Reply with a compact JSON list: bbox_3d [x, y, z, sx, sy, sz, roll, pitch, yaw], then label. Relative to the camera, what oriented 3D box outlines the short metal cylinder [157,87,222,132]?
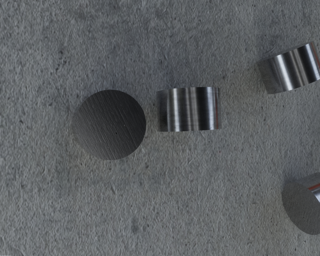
[{"bbox_3d":[0.037,-0.023,0.393,0.081,0.080,0.050,-3,91,-20],"label":"short metal cylinder"}]

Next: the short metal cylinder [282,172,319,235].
[{"bbox_3d":[0.232,0.112,0.465,0.050,0.080,0.080,-15,95,-19],"label":"short metal cylinder"}]

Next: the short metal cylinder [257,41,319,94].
[{"bbox_3d":[0.188,-0.087,0.449,0.081,0.080,0.050,-24,98,-18],"label":"short metal cylinder"}]

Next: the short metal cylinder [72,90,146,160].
[{"bbox_3d":[-0.063,-0.004,0.373,0.081,0.050,0.080,0,90,-20],"label":"short metal cylinder"}]
